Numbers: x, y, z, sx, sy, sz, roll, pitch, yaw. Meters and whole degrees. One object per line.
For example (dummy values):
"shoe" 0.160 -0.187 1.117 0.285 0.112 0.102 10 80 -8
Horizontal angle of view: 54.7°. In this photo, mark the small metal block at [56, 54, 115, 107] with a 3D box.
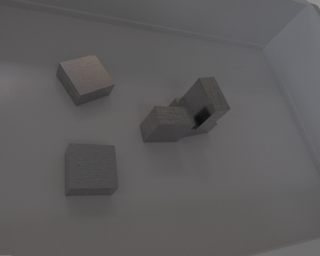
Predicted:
"small metal block" -0.094 -0.061 0.392 0.050 0.025 0.050 -26 76 -37

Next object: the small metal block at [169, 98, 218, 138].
"small metal block" 0.046 -0.017 0.441 0.050 0.025 0.050 -9 66 -32

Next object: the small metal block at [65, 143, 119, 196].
"small metal block" -0.075 0.046 0.337 0.050 0.025 0.050 5 60 -26

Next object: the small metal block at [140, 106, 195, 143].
"small metal block" 0.009 -0.004 0.396 0.050 0.050 0.025 1 62 -28

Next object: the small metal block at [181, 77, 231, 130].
"small metal block" 0.059 -0.032 0.408 0.025 0.050 0.050 -9 67 -32
